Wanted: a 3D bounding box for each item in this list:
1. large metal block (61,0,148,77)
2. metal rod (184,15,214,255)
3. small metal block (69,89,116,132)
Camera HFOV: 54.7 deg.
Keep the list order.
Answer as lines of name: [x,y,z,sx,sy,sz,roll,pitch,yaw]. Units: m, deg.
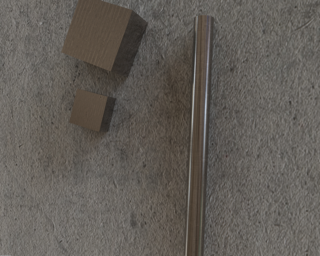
large metal block: [-0.075,-0.123,0.421,0.080,0.050,0.080,23,98,18]
metal rod: [0.049,0.011,0.391,0.025,0.025,0.298,3,91,19]
small metal block: [-0.096,-0.025,0.441,0.050,0.025,0.050,16,95,19]
